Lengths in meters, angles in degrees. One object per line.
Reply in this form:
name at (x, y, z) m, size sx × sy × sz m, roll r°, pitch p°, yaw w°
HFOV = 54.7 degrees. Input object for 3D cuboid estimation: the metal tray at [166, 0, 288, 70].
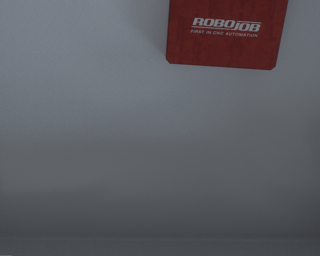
metal tray at (0.075, -0.119, 0.365) m, size 0.131 × 0.030 × 0.089 m, roll 3°, pitch 110°, yaw -2°
